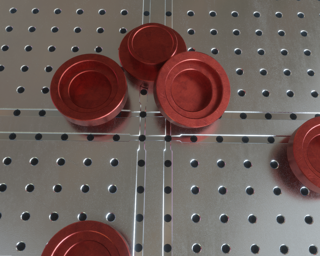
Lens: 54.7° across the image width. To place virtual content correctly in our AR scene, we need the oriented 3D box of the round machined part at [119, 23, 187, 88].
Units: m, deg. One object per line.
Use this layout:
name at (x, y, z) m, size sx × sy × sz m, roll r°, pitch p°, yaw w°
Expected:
round machined part at (-0.010, -0.110, 0.443) m, size 0.099 × 0.042 × 0.098 m, roll 0°, pitch 70°, yaw -1°

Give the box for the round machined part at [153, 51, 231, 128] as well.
round machined part at (0.039, -0.048, 0.410) m, size 0.099 × 0.042 × 0.097 m, roll 1°, pitch 86°, yaw -13°

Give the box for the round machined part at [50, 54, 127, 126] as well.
round machined part at (-0.093, -0.048, 0.419) m, size 0.099 × 0.042 × 0.098 m, roll 0°, pitch 70°, yaw -1°

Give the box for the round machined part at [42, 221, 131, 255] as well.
round machined part at (-0.079, 0.155, 0.345) m, size 0.099 × 0.042 × 0.098 m, roll 0°, pitch 70°, yaw -1°

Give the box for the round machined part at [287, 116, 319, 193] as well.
round machined part at (0.210, 0.037, 0.392) m, size 0.099 × 0.042 × 0.098 m, roll 0°, pitch 70°, yaw -1°
